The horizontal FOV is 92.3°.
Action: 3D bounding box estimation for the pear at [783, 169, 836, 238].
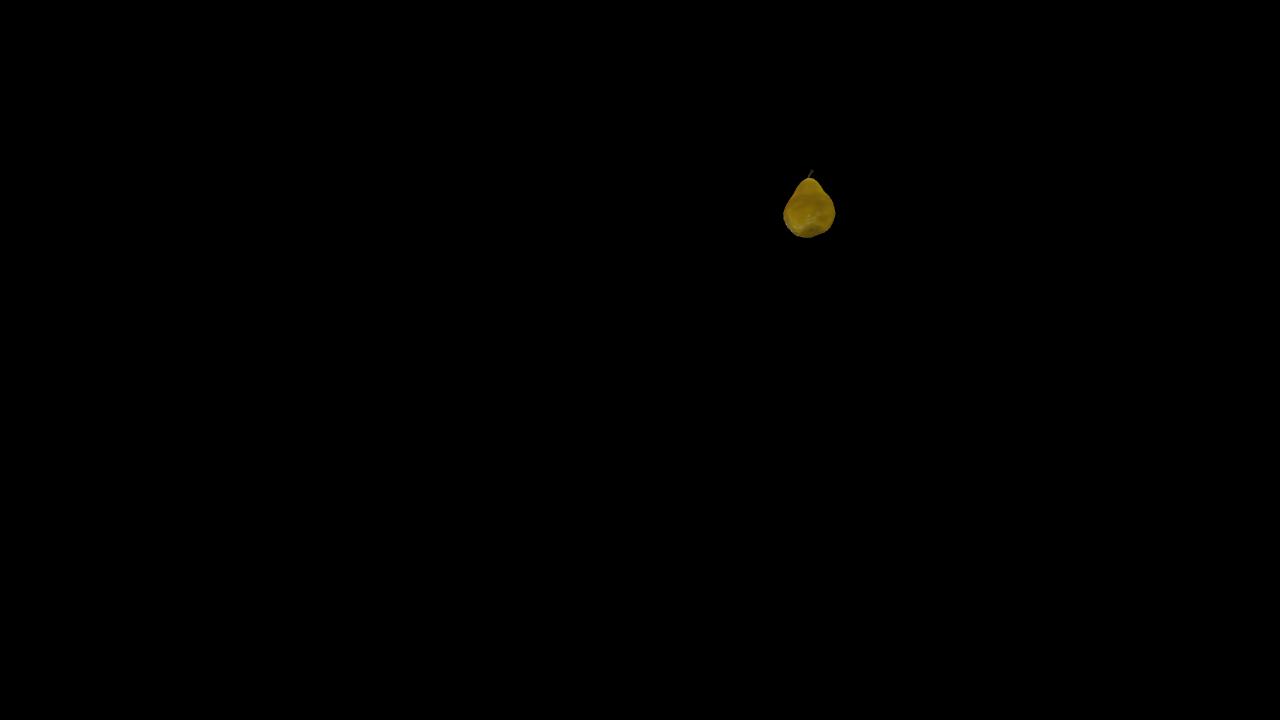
[{"bbox_3d":[0.268,-0.256,0.992,0.080,0.111,0.080,-6,-19,-2],"label":"pear"}]
